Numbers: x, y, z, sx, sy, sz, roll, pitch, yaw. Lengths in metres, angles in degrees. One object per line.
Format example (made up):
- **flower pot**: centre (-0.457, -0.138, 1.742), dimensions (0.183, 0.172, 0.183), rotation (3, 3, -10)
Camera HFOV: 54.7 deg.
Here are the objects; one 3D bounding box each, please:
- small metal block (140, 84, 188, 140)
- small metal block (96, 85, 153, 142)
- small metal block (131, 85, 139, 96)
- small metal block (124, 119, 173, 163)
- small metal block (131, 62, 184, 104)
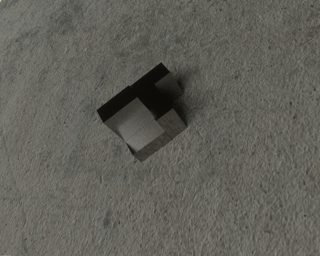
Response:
- **small metal block**: centre (0.005, -0.020, 0.398), dimensions (0.025, 0.050, 0.050), rotation (-37, 51, 3)
- **small metal block**: centre (-0.042, -0.017, 0.388), dimensions (0.050, 0.050, 0.025), rotation (-37, 51, 3)
- **small metal block**: centre (-0.042, -0.022, 0.423), dimensions (0.050, 0.050, 0.025), rotation (-37, 51, 3)
- **small metal block**: centre (-0.020, 0.009, 0.409), dimensions (0.050, 0.025, 0.050), rotation (-36, 51, 3)
- **small metal block**: centre (-0.002, -0.052, 0.421), dimensions (0.050, 0.050, 0.025), rotation (-37, 51, 3)
